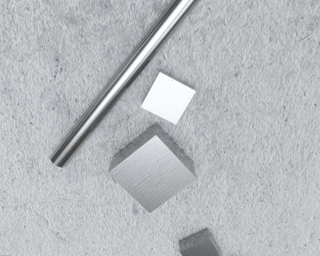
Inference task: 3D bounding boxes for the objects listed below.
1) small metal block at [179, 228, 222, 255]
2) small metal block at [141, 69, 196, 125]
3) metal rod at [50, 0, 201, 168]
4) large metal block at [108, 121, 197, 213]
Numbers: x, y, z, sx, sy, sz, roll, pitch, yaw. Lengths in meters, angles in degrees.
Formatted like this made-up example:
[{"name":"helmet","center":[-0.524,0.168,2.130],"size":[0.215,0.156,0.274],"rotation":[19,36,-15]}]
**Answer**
[{"name":"small metal block","center":[0.064,0.191,0.481],"size":[0.050,0.025,0.050],"rotation":[-28,108,9]},{"name":"small metal block","center":[0.010,-0.040,0.395],"size":[0.050,0.025,0.050],"rotation":[27,108,-10]},{"name":"metal rod","center":[-0.044,-0.063,0.386],"size":[0.025,0.025,0.299],"rotation":[38,105,-13]},{"name":"large metal block","center":[-0.009,0.052,0.416],"size":[0.080,0.050,0.080],"rotation":[-39,106,13]}]
